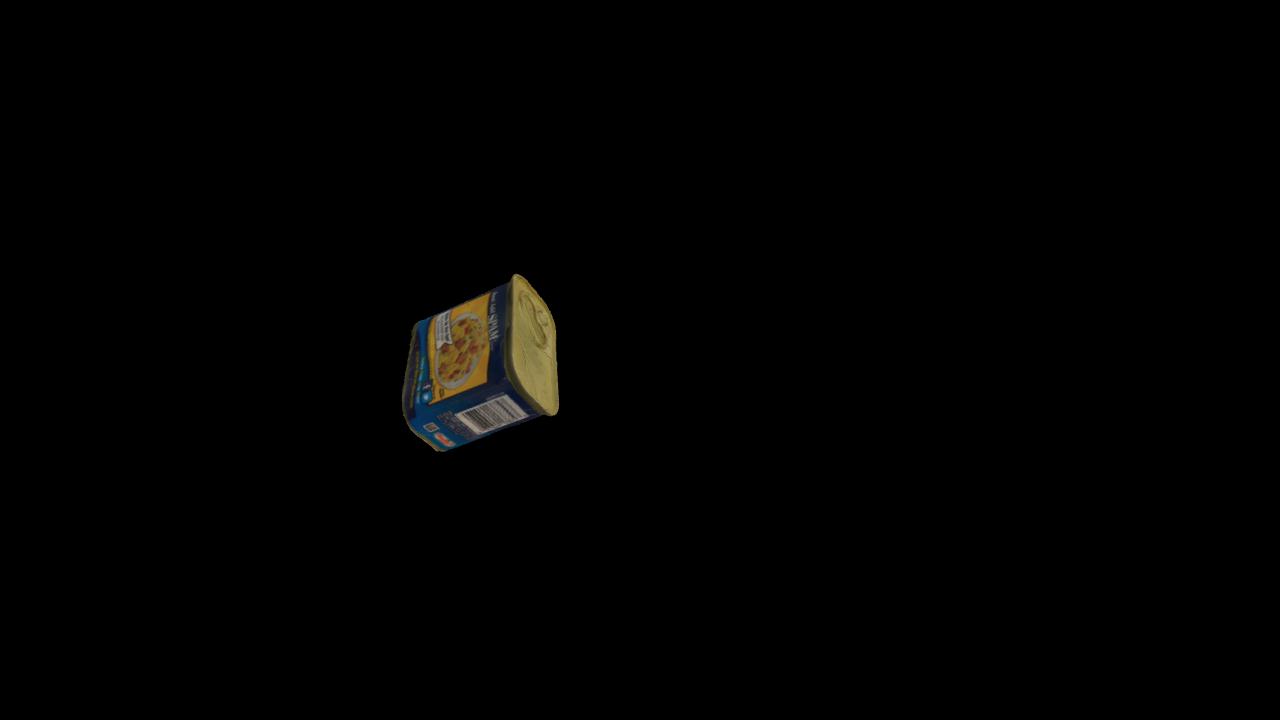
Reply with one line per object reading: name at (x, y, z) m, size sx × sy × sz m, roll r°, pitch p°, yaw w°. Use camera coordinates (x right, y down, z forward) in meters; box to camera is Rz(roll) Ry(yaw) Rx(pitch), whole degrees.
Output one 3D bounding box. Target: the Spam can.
Spam can at (-0.106, 0.003, 0.412) m, size 0.085 × 0.101 × 0.058 m, roll -21°, pitch -43°, yaw 13°
